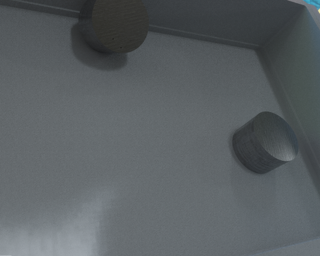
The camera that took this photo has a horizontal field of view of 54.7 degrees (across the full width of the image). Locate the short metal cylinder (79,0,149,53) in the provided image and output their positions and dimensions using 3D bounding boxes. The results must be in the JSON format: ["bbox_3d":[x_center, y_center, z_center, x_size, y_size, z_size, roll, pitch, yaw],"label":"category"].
[{"bbox_3d":[-0.062,-0.142,0.419,0.081,0.050,0.079,-8,105,-32],"label":"short metal cylinder"}]

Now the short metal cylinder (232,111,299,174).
[{"bbox_3d":[0.157,0.022,0.463,0.081,0.050,0.080,14,56,-21],"label":"short metal cylinder"}]
